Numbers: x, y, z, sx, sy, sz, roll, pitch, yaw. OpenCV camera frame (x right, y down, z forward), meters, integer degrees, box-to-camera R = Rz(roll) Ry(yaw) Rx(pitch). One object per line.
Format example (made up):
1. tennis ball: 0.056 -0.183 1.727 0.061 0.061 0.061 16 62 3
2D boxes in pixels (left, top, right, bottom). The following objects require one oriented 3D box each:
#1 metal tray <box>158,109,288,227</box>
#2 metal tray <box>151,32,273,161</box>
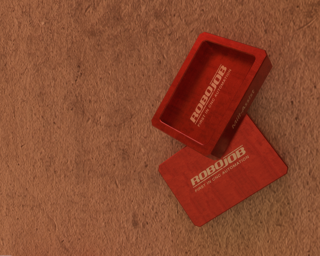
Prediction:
1. metal tray: 0.074 0.049 0.380 0.130 0.030 0.090 -37 78 16
2. metal tray: 0.058 -0.039 0.363 0.090 0.030 0.130 30 91 33
